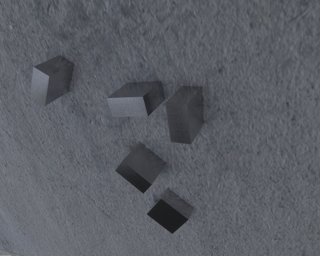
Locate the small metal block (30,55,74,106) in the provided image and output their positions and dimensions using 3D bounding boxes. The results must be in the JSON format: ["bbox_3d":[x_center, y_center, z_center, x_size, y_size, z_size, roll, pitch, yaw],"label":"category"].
[{"bbox_3d":[-0.148,-0.066,0.426,0.025,0.050,0.050,31,128,8],"label":"small metal block"}]

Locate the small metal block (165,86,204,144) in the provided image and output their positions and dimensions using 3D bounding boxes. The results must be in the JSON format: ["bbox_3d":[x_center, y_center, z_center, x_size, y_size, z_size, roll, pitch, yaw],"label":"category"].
[{"bbox_3d":[0.031,-0.016,0.363,0.025,0.050,0.050,6,121,25],"label":"small metal block"}]

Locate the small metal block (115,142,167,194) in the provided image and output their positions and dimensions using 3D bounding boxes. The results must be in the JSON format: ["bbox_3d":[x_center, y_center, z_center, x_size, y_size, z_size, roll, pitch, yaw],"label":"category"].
[{"bbox_3d":[-0.026,0.055,0.437,0.050,0.050,0.025,39,129,1],"label":"small metal block"}]

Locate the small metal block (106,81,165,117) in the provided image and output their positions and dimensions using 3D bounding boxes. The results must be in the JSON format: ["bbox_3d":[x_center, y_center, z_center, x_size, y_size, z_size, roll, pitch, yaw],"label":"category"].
[{"bbox_3d":[-0.028,-0.036,0.382,0.050,0.050,0.025,1,119,27],"label":"small metal block"}]

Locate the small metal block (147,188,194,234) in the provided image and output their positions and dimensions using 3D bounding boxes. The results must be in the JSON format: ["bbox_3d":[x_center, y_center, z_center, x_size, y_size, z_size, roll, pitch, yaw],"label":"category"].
[{"bbox_3d":[0.016,0.128,0.476,0.050,0.025,0.050,37,129,3],"label":"small metal block"}]
